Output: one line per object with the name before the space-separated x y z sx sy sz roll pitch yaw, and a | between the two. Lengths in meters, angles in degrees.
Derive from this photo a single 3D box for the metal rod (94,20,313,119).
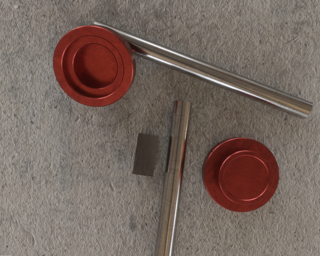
metal rod | 0.054 -0.077 0.410 0.301 0.025 0.025 21 90 0

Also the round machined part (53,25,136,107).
round machined part | -0.078 -0.079 0.390 0.099 0.042 0.097 2 111 6

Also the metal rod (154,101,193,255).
metal rod | 0.012 0.114 0.410 0.025 0.025 0.298 7 90 0

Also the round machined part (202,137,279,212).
round machined part | 0.106 0.061 0.403 0.099 0.042 0.097 0 90 0

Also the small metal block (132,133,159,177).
small metal block | -0.017 0.032 0.397 0.025 0.050 0.050 9 90 0
